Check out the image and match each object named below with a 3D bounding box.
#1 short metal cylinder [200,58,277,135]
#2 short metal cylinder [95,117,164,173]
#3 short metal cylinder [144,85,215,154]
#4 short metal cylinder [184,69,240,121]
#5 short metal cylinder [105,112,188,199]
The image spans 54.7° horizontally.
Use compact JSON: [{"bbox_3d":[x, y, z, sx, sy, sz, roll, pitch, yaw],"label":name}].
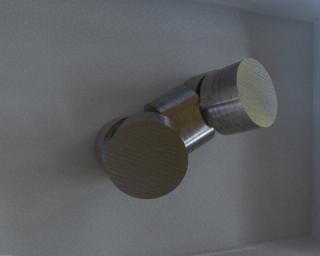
[{"bbox_3d":[0.093,-0.035,0.362,0.081,0.050,0.080,13,70,-39],"label":"short metal cylinder"},{"bbox_3d":[-0.036,0.026,0.383,0.081,0.050,0.079,0,90,-21],"label":"short metal cylinder"},{"bbox_3d":[0.023,-0.007,0.389,0.050,0.080,0.080,-31,101,-17],"label":"short metal cylinder"},{"bbox_3d":[0.072,-0.037,0.423,0.081,0.050,0.079,0,90,-21],"label":"short metal cylinder"},{"bbox_3d":[-0.013,0.027,0.323,0.081,0.050,0.079,0,102,0],"label":"short metal cylinder"}]
